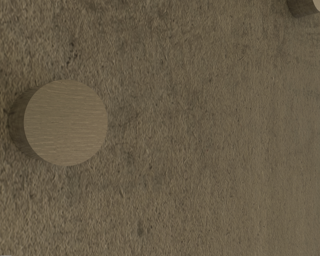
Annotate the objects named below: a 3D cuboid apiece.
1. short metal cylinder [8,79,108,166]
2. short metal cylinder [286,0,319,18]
[{"bbox_3d":[-0.100,-0.005,0.305,0.081,0.050,0.080,0,90,-40],"label":"short metal cylinder"},{"bbox_3d":[0.307,-0.275,0.644,0.081,0.050,0.080,0,90,-40],"label":"short metal cylinder"}]
